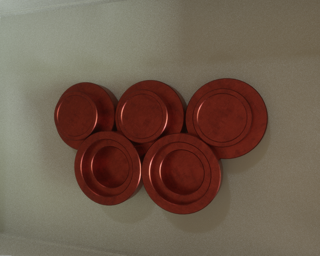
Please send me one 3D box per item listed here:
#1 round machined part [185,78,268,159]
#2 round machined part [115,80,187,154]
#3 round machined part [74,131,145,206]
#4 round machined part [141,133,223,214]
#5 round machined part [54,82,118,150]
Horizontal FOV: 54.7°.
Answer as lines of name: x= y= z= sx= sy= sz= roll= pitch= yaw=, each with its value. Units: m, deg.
round machined part: x=0.077 y=-0.011 z=0.371 sx=0.098 sy=0.042 sz=0.097 roll=0 pitch=89 yaw=20
round machined part: x=-0.016 y=-0.014 z=0.405 sx=0.098 sy=0.042 sz=0.097 roll=0 pitch=89 yaw=20
round machined part: x=-0.063 y=0.052 z=0.422 sx=0.098 sy=0.042 sz=0.097 roll=0 pitch=90 yaw=20
round machined part: x=0.030 y=0.054 z=0.389 sx=0.098 sy=0.042 sz=0.097 roll=0 pitch=90 yaw=20
round machined part: x=-0.108 y=-0.016 z=0.437 sx=0.098 sy=0.042 sz=0.097 roll=0 pitch=89 yaw=19
